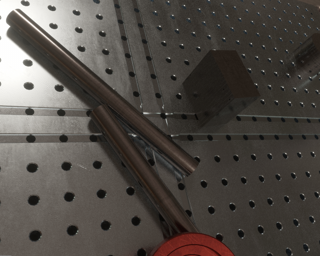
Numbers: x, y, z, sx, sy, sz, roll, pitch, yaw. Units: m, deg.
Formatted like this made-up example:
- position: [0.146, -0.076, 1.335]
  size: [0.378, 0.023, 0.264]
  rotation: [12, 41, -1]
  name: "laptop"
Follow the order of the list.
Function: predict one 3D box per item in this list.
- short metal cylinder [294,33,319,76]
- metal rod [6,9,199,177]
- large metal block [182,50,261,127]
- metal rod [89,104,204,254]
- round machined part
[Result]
- position: [0.345, -0.161, 0.680]
  size: [0.081, 0.050, 0.080]
  rotation: [14, 56, -21]
  name: "short metal cylinder"
- position: [-0.072, -0.044, 0.397]
  size: [0.300, 0.025, 0.025]
  rotation: [41, 51, -1]
  name: "metal rod"
- position: [0.087, -0.057, 0.457]
  size: [0.050, 0.080, 0.080]
  rotation: [-8, 66, -32]
  name: "large metal block"
- position: [0.014, 0.096, 0.358]
  size: [0.025, 0.025, 0.299]
  rotation: [-30, 79, -38]
  name: "metal rod"
- position: [0.030, 0.154, 0.307]
  size: [0.099, 0.042, 0.098]
  rotation: [2, 73, -7]
  name: "round machined part"
